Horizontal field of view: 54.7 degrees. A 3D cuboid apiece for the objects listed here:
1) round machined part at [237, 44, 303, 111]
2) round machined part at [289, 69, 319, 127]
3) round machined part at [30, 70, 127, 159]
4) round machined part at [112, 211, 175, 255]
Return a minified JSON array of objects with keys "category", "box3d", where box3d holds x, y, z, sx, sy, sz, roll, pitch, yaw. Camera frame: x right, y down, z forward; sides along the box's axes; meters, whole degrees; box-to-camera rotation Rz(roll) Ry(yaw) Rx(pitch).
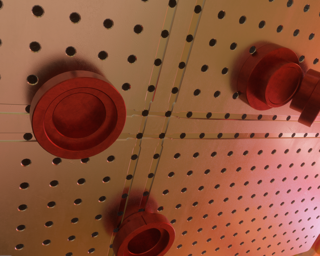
[{"category":"round machined part","box3d":[0.166,-0.068,0.451,0.099,0.042,0.097,-14,125,-21]},{"category":"round machined part","box3d":[0.238,-0.053,0.482,0.098,0.042,0.097,-46,153,-32]},{"category":"round machined part","box3d":[-0.090,-0.017,0.341,0.099,0.042,0.097,-14,125,-21]},{"category":"round machined part","box3d":[-0.029,0.172,0.493,0.099,0.042,0.097,-14,125,-21]}]
